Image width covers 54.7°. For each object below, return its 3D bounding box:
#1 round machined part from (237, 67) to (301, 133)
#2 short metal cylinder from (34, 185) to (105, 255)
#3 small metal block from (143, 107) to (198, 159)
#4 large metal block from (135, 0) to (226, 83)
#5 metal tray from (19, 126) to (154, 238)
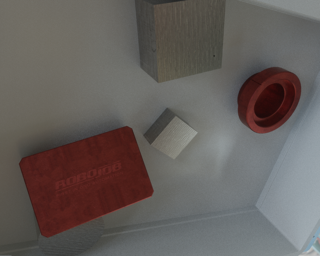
[{"bbox_3d":[0.155,-0.044,0.458,0.099,0.042,0.097,-14,125,-21],"label":"round machined part"},{"bbox_3d":[-0.119,0.120,0.403,0.081,0.050,0.079,-14,125,-21],"label":"short metal cylinder"},{"bbox_3d":[0.015,0.008,0.424,0.050,0.025,0.050,-50,129,7],"label":"small metal block"},{"bbox_3d":[0.022,-0.104,0.342,0.081,0.050,0.079,-16,125,-20],"label":"large metal block"},{"bbox_3d":[-0.083,0.059,0.364,0.131,0.030,0.090,-18,86,-19],"label":"metal tray"}]
